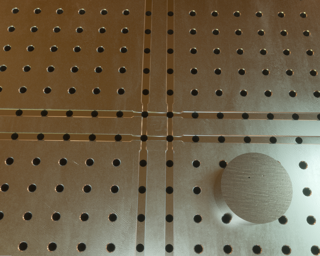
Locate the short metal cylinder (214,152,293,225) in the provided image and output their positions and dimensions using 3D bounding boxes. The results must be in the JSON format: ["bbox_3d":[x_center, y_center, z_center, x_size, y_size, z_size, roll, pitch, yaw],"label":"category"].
[{"bbox_3d":[0.109,0.074,0.372,0.081,0.050,0.080,0,70,0],"label":"short metal cylinder"}]
